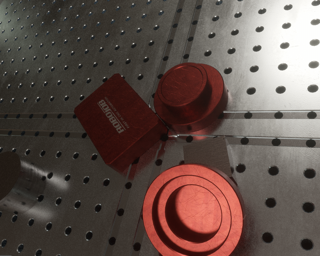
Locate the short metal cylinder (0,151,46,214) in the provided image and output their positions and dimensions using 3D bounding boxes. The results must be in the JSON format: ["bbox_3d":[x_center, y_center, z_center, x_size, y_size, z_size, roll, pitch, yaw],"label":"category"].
[{"bbox_3d":[-0.217,0.081,0.454,0.080,0.050,0.080,-13,56,20],"label":"short metal cylinder"}]

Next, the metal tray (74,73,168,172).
[{"bbox_3d":[-0.060,-0.012,0.442,0.090,0.030,0.130,-41,51,0],"label":"metal tray"}]

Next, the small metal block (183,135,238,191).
[{"bbox_3d":[0.056,0.042,0.353,0.050,0.025,0.050,-16,55,19],"label":"small metal block"}]

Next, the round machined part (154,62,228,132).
[{"bbox_3d":[0.036,-0.047,0.406,0.098,0.042,0.098,-13,56,20],"label":"round machined part"}]

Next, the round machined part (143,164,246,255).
[{"bbox_3d":[0.036,0.084,0.311,0.098,0.042,0.097,-1,86,20],"label":"round machined part"}]
